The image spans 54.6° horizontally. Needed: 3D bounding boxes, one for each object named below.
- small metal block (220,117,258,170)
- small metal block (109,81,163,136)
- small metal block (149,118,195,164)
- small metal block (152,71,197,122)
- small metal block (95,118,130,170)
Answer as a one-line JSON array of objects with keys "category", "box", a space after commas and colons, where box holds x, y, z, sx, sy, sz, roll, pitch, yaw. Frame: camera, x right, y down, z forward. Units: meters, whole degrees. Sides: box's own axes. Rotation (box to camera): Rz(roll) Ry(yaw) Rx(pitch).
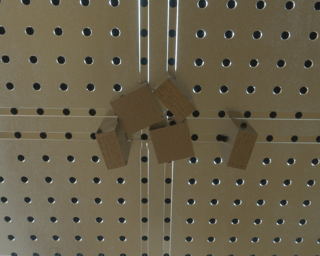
[{"category": "small metal block", "box": [0.102, 0.019, 0.408, 0.025, 0.050, 0.050, 12, 110, -4]}, {"category": "small metal block", "box": [-0.030, -0.025, 0.404, 0.050, 0.025, 0.050, -25, 108, 9]}, {"category": "small metal block", "box": [0.016, 0.016, 0.419, 0.050, 0.025, 0.050, -13, 110, 5]}, {"category": "small metal block", "box": [0.017, -0.040, 0.385, 0.025, 0.050, 0.050, -41, 105, 13]}, {"category": "small metal block", "box": [-0.060, 0.019, 0.407, 0.025, 0.050, 0.050, -14, 110, 5]}]
